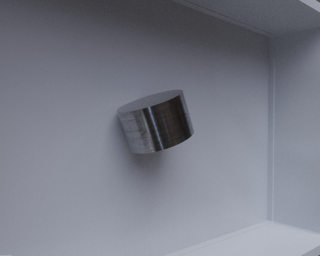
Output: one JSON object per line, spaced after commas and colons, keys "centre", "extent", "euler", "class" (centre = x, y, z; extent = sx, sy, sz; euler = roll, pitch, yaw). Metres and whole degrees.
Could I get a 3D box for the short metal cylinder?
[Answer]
{"centre": [-0.005, -0.009, 0.369], "extent": [0.081, 0.080, 0.050], "euler": [-28, 108, -37], "class": "short metal cylinder"}
